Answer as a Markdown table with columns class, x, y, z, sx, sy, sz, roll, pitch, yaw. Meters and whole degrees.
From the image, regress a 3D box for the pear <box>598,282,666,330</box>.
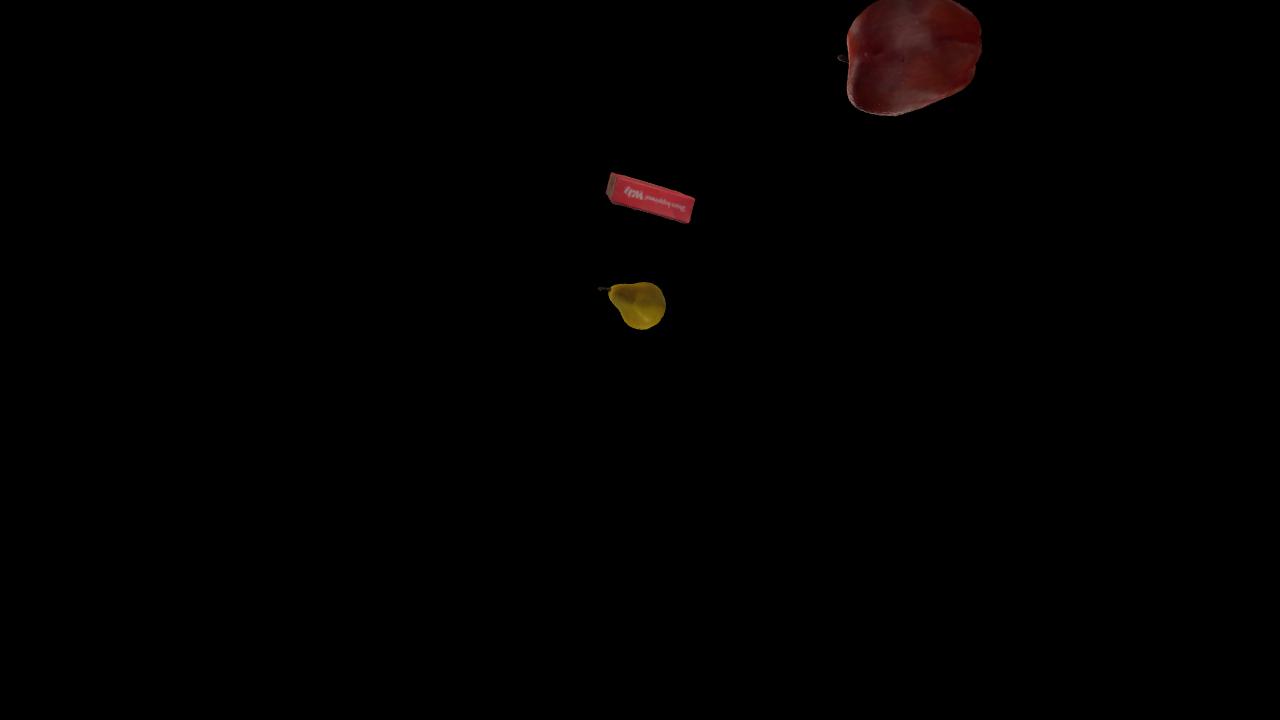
| class | x | y | z | sx | sy | sz | roll | pitch | yaw |
| --- | --- | --- | --- | --- | --- | --- | --- | --- | --- |
| pear | -0.013 | -0.099 | 0.983 | 0.111 | 0.080 | 0.080 | 34 | -20 | -33 |

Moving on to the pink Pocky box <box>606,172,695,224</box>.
| class | x | y | z | sx | sy | sz | roll | pitch | yaw |
| --- | --- | --- | --- | --- | --- | --- | --- | --- | --- |
| pink Pocky box | 0.007 | -0.183 | 0.686 | 0.084 | 0.029 | 0.155 | 14 | 17 | -9 |

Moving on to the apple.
| class | x | y | z | sx | sy | sz | roll | pitch | yaw |
| --- | --- | --- | --- | --- | --- | --- | --- | --- | --- |
| apple | 0.189 | -0.217 | 0.438 | 0.093 | 0.079 | 0.079 | 3 | 1 | 17 |
